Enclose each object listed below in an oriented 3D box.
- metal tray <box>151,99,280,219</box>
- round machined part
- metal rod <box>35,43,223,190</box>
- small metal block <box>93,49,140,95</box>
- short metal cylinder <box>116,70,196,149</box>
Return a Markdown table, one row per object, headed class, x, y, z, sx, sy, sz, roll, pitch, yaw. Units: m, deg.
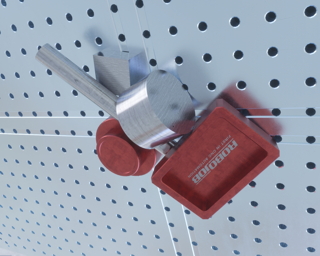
| class | x | y | z | sx | sy | sz | roll | pitch | yaw |
| --- | --- | --- | --- | --- | --- | --- | --- | --- | --- |
| metal tray | 0.063 | 0.041 | 0.372 | 0.090 | 0.030 | 0.129 | 37 | 114 | -7 |
| round machined part | -0.051 | 0.030 | 0.443 | 0.098 | 0.042 | 0.097 | 13 | 124 | 20 |
| metal rod | -0.026 | -0.003 | 0.400 | 0.301 | 0.025 | 0.025 | 38 | 129 | -8 |
| small metal block | -0.054 | -0.070 | 0.395 | 0.050 | 0.025 | 0.050 | 12 | 124 | 21 |
| short metal cylinder | -0.004 | -0.021 | 0.363 | 0.050 | 0.080 | 0.080 | -28 | 103 | 37 |
